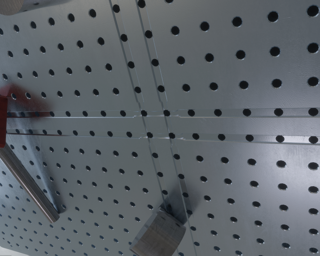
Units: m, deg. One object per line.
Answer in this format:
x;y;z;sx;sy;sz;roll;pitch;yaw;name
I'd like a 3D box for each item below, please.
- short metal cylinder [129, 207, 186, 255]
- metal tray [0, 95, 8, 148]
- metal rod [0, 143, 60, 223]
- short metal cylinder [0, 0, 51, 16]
-0.003;0.171;0.483;0.050;0.080;0.080;38;129;3;short metal cylinder
-0.319;-0.002;0.543;0.130;0.030;0.090;-12;75;33;metal tray
-0.272;0.067;0.575;0.025;0.025;0.299;-6;123;31;metal rod
-0.177;-0.183;0.375;0.080;0.050;0.079;13;124;21;short metal cylinder
